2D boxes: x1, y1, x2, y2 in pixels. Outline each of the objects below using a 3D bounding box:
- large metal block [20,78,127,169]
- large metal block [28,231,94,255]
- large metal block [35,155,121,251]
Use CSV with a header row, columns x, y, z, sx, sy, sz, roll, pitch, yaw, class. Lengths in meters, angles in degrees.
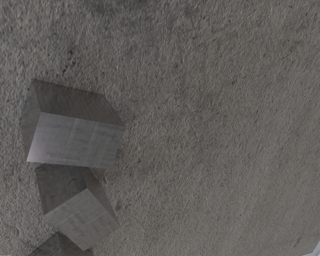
x,y,z,sx,sy,sz,roll,pitch,yaw,class
-0.092,-0.005,0.318,0.081,0.080,0.050,11,113,-33,large metal block
-0.145,0.206,0.439,0.080,0.050,0.080,-39,129,-2,large metal block
-0.098,0.083,0.369,0.050,0.080,0.080,-32,129,-7,large metal block
